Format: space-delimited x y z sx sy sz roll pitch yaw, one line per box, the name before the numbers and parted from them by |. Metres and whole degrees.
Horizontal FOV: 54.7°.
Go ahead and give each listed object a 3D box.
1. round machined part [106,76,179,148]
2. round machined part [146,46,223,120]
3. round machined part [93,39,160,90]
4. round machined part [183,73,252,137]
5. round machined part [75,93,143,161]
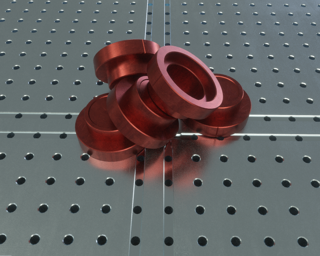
round machined part | -0.013 -0.026 0.388 0.098 0.042 0.098 28 39 -25
round machined part | 0.025 -0.050 0.376 0.099 0.042 0.098 24 43 -24
round machined part | -0.041 -0.080 0.433 0.099 0.098 0.042 -10 77 -8
round machined part | 0.077 -0.038 0.429 0.099 0.042 0.098 0 50 0
round machined part | -0.061 -0.009 0.403 0.099 0.042 0.098 0 50 0
